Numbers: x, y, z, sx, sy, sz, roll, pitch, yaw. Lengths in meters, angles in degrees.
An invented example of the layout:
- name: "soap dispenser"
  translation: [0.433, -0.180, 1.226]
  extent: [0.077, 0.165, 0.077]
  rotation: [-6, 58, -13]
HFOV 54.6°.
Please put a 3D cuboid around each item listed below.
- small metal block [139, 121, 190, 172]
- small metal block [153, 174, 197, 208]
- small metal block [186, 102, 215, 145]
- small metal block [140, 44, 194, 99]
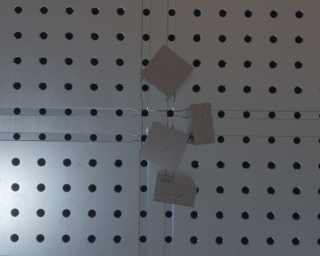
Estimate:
- name: "small metal block"
  translation: [0.007, 0.024, 0.410]
  extent: [0.050, 0.025, 0.050]
  rotation: [23, 90, 9]
- name: "small metal block"
  translation: [0.018, 0.080, 0.401]
  extent: [0.050, 0.050, 0.025]
  rotation: [10, 90, 0]
- name: "small metal block"
  translation: [0.052, -0.005, 0.401]
  extent: [0.025, 0.050, 0.050]
  rotation: [-6, 90, 0]
- name: "small metal block"
  translation: [0.009, -0.074, 0.413]
  extent: [0.050, 0.025, 0.050]
  rotation: [39, 90, 0]
